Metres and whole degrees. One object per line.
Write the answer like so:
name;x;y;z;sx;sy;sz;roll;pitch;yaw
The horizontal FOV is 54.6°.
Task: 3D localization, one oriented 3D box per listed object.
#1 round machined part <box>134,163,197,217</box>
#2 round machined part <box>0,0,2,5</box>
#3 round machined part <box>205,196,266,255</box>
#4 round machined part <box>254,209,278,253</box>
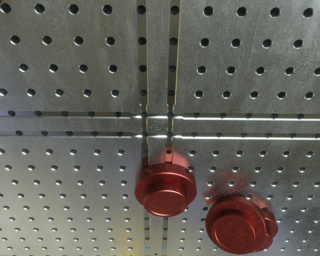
round machined part;0.009;0.104;0.489;0.099;0.042;0.097;0;130;0
round machined part;-0.181;-0.138;0.258;0.099;0.098;0.042;23;88;-18
round machined part;0.123;0.166;0.512;0.098;0.042;0.097;4;103;19
round machined part;0.165;0.191;0.564;0.099;0.042;0.097;0;130;0
